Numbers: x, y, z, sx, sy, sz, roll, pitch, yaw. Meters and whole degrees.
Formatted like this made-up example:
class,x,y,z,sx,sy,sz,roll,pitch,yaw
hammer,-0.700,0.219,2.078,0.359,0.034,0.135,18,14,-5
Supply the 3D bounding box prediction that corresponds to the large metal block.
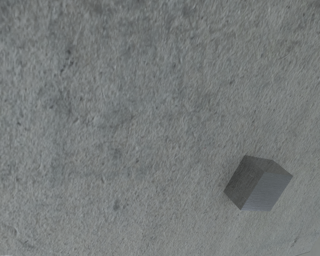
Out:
class,x,y,z,sx,sy,sz,roll,pitch,yaw
large metal block,0.174,0.100,0.551,0.081,0.050,0.079,12,112,-34
